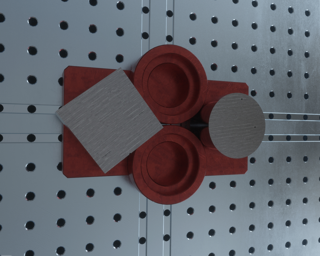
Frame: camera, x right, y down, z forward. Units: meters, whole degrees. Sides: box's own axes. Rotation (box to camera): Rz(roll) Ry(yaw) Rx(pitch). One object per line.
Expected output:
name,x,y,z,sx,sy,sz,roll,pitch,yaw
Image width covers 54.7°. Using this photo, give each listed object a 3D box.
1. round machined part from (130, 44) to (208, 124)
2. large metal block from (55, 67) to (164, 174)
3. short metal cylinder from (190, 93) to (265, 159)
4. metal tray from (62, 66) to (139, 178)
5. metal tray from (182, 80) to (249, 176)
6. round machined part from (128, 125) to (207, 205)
round machined part,0.008,-0.053,0.397,0.099,0.042,0.097,0,90,-20
large metal block,-0.057,-0.009,0.346,0.080,0.050,0.080,-38,103,-16
short metal cylinder,0.086,-0.003,0.398,0.081,0.050,0.079,0,90,-20
metal tray,-0.073,-0.007,0.383,0.091,0.030,0.129,1,90,-21
metal tray,0.078,0.000,0.436,0.091,0.030,0.129,1,90,-20
round machined part,0.006,0.045,0.396,0.099,0.042,0.097,0,90,-20
